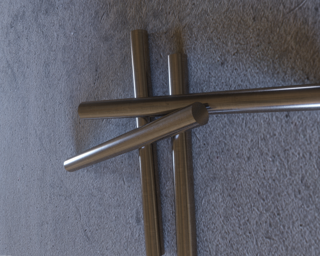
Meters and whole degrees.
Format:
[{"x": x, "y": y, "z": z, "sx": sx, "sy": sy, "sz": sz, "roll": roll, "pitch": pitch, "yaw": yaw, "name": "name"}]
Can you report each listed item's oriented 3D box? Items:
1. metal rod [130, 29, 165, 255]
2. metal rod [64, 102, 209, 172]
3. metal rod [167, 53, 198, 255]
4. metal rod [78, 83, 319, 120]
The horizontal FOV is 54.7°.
[{"x": -0.018, "y": 0.017, "z": 0.417, "sx": 0.025, "sy": 0.025, "sz": 0.298, "roll": -7, "pitch": 85, "yaw": 39, "name": "metal rod"}, {"x": -0.055, "y": 0.024, "z": 0.420, "sx": 0.299, "sy": 0.025, "sz": 0.025, "roll": -22, "pitch": 76, "yaw": 46, "name": "metal rod"}, {"x": 0.029, "y": 0.059, "z": 0.379, "sx": 0.025, "sy": 0.025, "sz": 0.298, "roll": -4, "pitch": 87, "yaw": 39, "name": "metal rod"}, {"x": 0.026, "y": -0.026, "z": 0.351, "sx": 0.300, "sy": 0.025, "sz": 0.025, "roll": -1, "pitch": 89, "yaw": 30, "name": "metal rod"}]
